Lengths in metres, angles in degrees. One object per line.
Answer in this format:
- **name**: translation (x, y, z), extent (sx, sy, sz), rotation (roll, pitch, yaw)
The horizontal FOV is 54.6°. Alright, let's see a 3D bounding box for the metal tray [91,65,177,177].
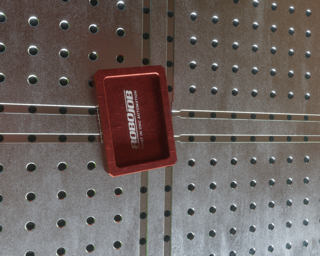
- **metal tray**: translation (-0.032, -0.011, 0.397), extent (0.091, 0.030, 0.129), rotation (-9, 93, -20)
